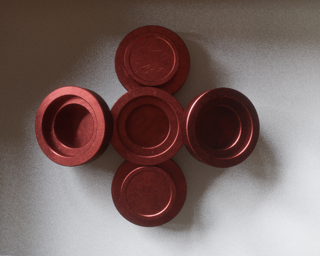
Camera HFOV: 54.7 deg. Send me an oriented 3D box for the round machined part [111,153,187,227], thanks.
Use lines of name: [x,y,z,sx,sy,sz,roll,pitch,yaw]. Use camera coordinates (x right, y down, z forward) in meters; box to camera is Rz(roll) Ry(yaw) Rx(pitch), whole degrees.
round machined part: [-0.014,0.080,0.401,0.099,0.042,0.097,0,90,0]

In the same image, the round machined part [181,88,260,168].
round machined part: [0.072,0.000,0.393,0.099,0.042,0.097,0,90,-17]

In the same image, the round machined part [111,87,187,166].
round machined part: [-0.016,-0.002,0.400,0.099,0.042,0.097,0,90,0]

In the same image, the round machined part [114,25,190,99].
round machined part: [-0.010,-0.085,0.401,0.099,0.042,0.097,0,90,0]

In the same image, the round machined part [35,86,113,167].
round machined part: [-0.103,-0.002,0.392,0.098,0.042,0.097,0,90,17]
